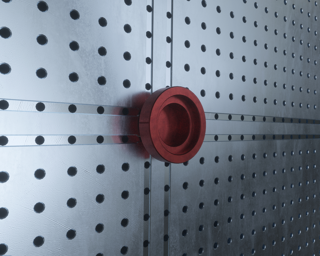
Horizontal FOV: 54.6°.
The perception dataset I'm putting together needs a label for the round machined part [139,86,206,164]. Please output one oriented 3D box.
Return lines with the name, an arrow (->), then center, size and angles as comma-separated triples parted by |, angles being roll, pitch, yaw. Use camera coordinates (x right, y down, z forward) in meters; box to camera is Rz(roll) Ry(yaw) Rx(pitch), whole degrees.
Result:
round machined part -> 0.012, -0.004, 0.406 | 0.099, 0.042, 0.097 | 0, 90, -40
